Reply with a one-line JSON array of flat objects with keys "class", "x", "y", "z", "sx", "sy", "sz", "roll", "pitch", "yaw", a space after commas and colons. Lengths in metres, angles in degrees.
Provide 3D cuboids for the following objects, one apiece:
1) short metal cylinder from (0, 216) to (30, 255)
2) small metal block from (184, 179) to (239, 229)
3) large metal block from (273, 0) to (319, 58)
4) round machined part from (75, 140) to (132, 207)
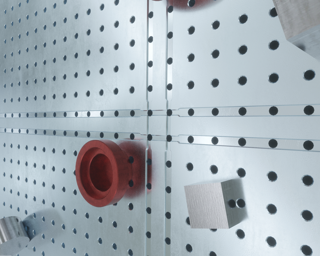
[{"class": "short metal cylinder", "x": -0.319, "y": 0.227, "z": 0.637, "sx": 0.050, "sy": 0.081, "sz": 0.080, "roll": 51, "pitch": 120, "yaw": 28}, {"class": "small metal block", "x": 0.059, "y": 0.089, "z": 0.360, "sx": 0.050, "sy": 0.025, "sz": 0.050, "roll": -15, "pitch": 81, "yaw": 39}, {"class": "large metal block", "x": 0.133, "y": -0.114, "z": 0.264, "sx": 0.050, "sy": 0.081, "sz": 0.080, "roll": -23, "pitch": 76, "yaw": 38}, {"class": "round machined part", "x": -0.080, "y": 0.066, "z": 0.465, "sx": 0.098, "sy": 0.042, "sz": 0.097, "roll": 0, "pitch": 90, "yaw": 40}]
